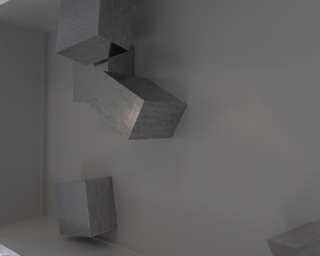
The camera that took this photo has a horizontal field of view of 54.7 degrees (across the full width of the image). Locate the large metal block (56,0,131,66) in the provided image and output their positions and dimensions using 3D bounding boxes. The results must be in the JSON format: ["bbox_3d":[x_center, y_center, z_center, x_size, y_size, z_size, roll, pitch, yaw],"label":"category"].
[{"bbox_3d":[-0.085,-0.135,0.399,0.080,0.050,0.080,-8,75,37],"label":"large metal block"}]

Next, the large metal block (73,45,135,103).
[{"bbox_3d":[-0.084,-0.080,0.460,0.080,0.050,0.080,-1,90,40],"label":"large metal block"}]

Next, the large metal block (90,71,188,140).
[{"bbox_3d":[-0.027,-0.028,0.393,0.080,0.081,0.050,37,113,33],"label":"large metal block"}]

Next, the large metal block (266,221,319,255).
[{"bbox_3d":[0.136,0.124,0.249,0.050,0.080,0.080,-20,74,-2],"label":"large metal block"}]

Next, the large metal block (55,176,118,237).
[{"bbox_3d":[-0.117,0.122,0.488,0.080,0.050,0.080,-13,82,39],"label":"large metal block"}]
